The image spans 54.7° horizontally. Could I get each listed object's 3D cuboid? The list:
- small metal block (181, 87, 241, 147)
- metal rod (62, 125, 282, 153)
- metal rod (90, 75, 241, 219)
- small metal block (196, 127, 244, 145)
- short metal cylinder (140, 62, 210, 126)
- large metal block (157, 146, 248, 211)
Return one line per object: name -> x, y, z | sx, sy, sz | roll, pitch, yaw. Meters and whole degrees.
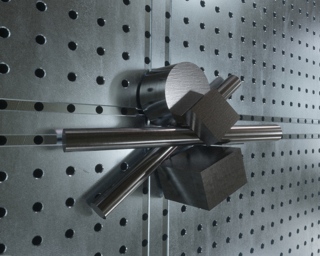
small metal block -> 0.063, -0.014, 0.382 | 0.050, 0.025, 0.050 | 49, 59, -3
metal rod -> 0.036, 0.010, 0.389 | 0.303, 0.025, 0.025 | -1, 91, -27
metal rod -> 0.026, 0.009, 0.428 | 0.302, 0.025, 0.025 | -42, 116, -32
small metal block -> 0.090, 0.012, 0.464 | 0.050, 0.050, 0.025 | 0, 90, -39
short metal cylinder -> 0.021, -0.043, 0.406 | 0.081, 0.050, 0.080 | 1, 89, -40
large metal block -> 0.056, 0.062, 0.415 | 0.081, 0.080, 0.050 | -23, 105, -38
